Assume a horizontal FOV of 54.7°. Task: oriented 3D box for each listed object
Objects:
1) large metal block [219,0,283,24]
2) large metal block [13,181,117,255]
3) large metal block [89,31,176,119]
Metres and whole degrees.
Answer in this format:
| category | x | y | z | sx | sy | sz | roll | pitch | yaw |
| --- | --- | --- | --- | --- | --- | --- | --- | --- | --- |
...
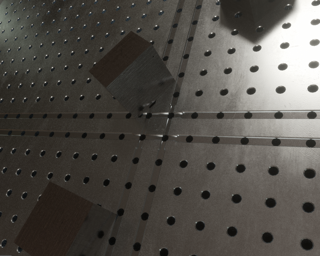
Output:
| category | x | y | z | sx | sy | sz | roll | pitch | yaw |
| --- | --- | --- | --- | --- | --- | --- | --- | --- | --- |
| large metal block | 0.137 | -0.210 | 0.449 | 0.080 | 0.050 | 0.080 | -40 | 51 | 0 |
| large metal block | -0.113 | 0.121 | 0.375 | 0.080 | 0.050 | 0.080 | 15 | 69 | 33 |
| large metal block | -0.037 | -0.073 | 0.435 | 0.080 | 0.080 | 0.050 | -45 | 51 | -3 |
